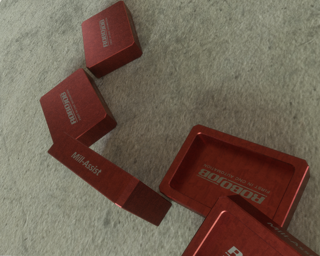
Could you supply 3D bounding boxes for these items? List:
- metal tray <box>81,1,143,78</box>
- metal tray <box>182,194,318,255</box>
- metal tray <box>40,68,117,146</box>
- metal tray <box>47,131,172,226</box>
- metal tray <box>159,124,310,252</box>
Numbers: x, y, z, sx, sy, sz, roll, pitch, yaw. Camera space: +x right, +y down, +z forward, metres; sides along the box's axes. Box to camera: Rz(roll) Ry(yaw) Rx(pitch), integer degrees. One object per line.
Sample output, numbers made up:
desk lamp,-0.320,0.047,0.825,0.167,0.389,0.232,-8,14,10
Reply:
metal tray,-0.087,-0.157,0.541,0.090,0.030,0.130,-25,53,12
metal tray,0.083,0.128,0.251,0.130,0.030,0.090,37,103,33
metal tray,-0.131,-0.026,0.483,0.090,0.030,0.130,-36,51,3
metal tray,-0.058,0.057,0.355,0.130,0.090,0.030,25,76,36
metal tray,0.074,0.057,0.326,0.130,0.030,0.090,21,72,35
